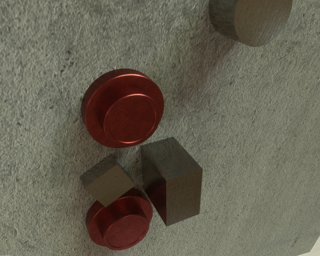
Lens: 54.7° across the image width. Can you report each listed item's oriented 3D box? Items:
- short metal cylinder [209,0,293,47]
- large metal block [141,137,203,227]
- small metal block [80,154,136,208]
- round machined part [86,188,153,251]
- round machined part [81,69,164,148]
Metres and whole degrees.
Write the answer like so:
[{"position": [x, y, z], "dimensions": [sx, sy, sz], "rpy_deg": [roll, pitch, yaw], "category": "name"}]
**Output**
[{"position": [0.105, -0.141, 0.363], "dimensions": [0.081, 0.050, 0.079], "rpy_deg": [-14, 125, -21], "category": "short metal cylinder"}, {"position": [0.014, 0.071, 0.424], "dimensions": [0.050, 0.080, 0.079], "rpy_deg": [-15, 125, -21], "category": "large metal block"}, {"position": [-0.069, 0.071, 0.414], "dimensions": [0.050, 0.025, 0.050], "rpy_deg": [-37, 130, -4], "category": "small metal block"}, {"position": [-0.055, 0.139, 0.454], "dimensions": [0.099, 0.042, 0.097], "rpy_deg": [-14, 125, -21], "category": "round machined part"}, {"position": [-0.039, -0.017, 0.366], "dimensions": [0.099, 0.042, 0.097], "rpy_deg": [-14, 125, -21], "category": "round machined part"}]
